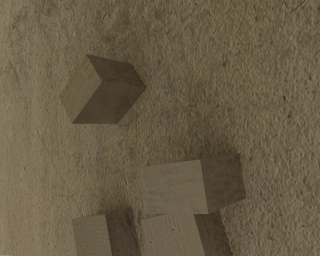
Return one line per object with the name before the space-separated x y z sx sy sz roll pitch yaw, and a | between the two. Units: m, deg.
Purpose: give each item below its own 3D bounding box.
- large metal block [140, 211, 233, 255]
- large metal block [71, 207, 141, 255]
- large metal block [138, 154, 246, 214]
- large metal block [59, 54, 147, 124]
large metal block | 0.031 0.136 0.363 0.080 0.050 0.080 -25 75 37
large metal block | -0.079 0.165 0.454 0.080 0.050 0.080 -20 78 38
large metal block | 0.036 0.060 0.339 0.080 0.081 0.050 -13 82 39
large metal block | -0.080 -0.050 0.436 0.080 0.081 0.050 -47 62 30
